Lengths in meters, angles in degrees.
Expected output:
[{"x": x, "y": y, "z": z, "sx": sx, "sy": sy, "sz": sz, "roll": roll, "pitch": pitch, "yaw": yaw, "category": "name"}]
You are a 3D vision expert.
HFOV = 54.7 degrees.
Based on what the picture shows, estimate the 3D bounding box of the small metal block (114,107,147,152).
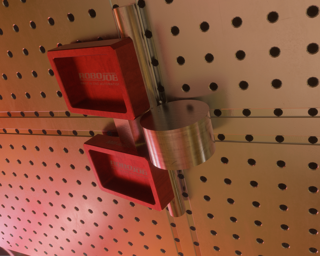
[{"x": -0.037, "y": -0.002, "z": 0.411, "sx": 0.050, "sy": 0.025, "sz": 0.050, "roll": 26, "pitch": 136, "yaw": 53, "category": "small metal block"}]

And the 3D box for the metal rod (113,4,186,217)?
[{"x": -0.007, "y": -0.004, "z": 0.407, "sx": 0.025, "sy": 0.025, "sz": 0.298, "roll": 0, "pitch": 119, "yaw": 28, "category": "metal rod"}]

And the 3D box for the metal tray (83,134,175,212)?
[{"x": -0.047, "y": 0.061, "z": 0.448, "sx": 0.130, "sy": 0.030, "sz": 0.089, "roll": 8, "pitch": 123, "yaw": 38, "category": "metal tray"}]

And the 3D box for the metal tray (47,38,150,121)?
[{"x": -0.080, "y": -0.061, "z": 0.390, "sx": 0.130, "sy": 0.030, "sz": 0.089, "roll": 8, "pitch": 123, "yaw": 39, "category": "metal tray"}]

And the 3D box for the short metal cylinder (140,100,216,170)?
[{"x": 0.022, "y": 0.006, "z": 0.363, "sx": 0.080, "sy": 0.080, "sz": 0.050, "roll": 0, "pitch": 119, "yaw": 28, "category": "short metal cylinder"}]
